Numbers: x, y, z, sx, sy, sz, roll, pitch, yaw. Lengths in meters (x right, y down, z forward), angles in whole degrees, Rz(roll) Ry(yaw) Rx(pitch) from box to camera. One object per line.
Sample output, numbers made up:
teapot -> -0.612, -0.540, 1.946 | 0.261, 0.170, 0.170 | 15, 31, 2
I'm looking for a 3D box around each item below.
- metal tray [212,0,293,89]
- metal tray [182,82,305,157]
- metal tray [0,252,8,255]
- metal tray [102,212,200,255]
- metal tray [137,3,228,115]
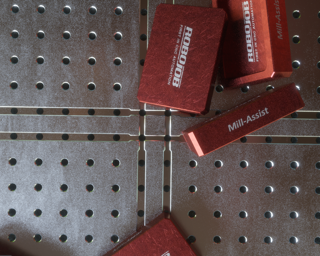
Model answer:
metal tray -> 0.109, -0.119, 0.380 | 0.030, 0.090, 0.129 | -6, 90, -28
metal tray -> 0.096, -0.010, 0.382 | 0.131, 0.090, 0.030 | -26, 90, 0
metal tray -> -0.215, 0.221, 0.408 | 0.130, 0.030, 0.090 | 29, 90, -1
metal tray -> -0.017, 0.186, 0.411 | 0.130, 0.030, 0.090 | -36, 90, -1
metal tray -> 0.029, -0.088, 0.398 | 0.090, 0.030, 0.129 | 12, 90, 17
